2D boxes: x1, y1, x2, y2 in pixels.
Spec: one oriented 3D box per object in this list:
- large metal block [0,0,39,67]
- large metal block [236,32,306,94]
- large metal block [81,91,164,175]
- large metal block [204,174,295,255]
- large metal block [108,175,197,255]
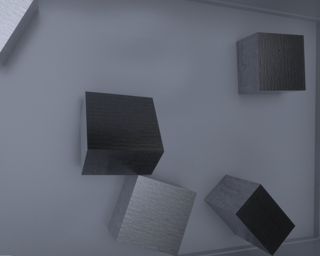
[{"bbox_3d":[-0.187,-0.125,0.328,0.080,0.050,0.080,30,80,-18],"label":"large metal block"},{"bbox_3d":[0.163,-0.092,0.457,0.081,0.050,0.079,-3,91,-20],"label":"large metal block"},{"bbox_3d":[-0.048,0.007,0.359,0.081,0.050,0.080,3,50,-20],"label":"large metal block"},{"bbox_3d":[0.120,0.115,0.426,0.050,0.080,0.080,-45,104,-14],"label":"large metal block"},{"bbox_3d":[-0.011,0.105,0.393,0.080,0.050,0.080,21,83,-19],"label":"large metal block"}]
